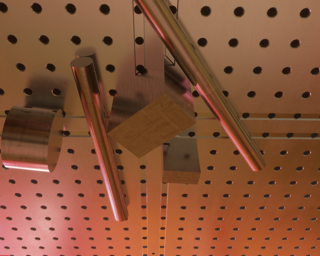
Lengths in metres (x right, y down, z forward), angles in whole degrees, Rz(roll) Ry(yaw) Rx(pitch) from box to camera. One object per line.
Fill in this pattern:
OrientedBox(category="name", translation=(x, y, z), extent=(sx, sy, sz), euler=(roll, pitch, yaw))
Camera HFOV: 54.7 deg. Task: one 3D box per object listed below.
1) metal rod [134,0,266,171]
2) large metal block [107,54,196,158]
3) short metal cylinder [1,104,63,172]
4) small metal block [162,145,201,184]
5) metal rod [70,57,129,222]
OrientedBox(category="metal rod", translation=(0.063, -0.041, 0.377), extent=(0.025, 0.025, 0.300), euler=(-27, 126, 20))
OrientedBox(category="large metal block", translation=(-0.010, -0.025, 0.354), extent=(0.080, 0.080, 0.050), euler=(-33, 123, 24))
OrientedBox(category="short metal cylinder", translation=(-0.155, 0.013, 0.384), extent=(0.050, 0.080, 0.079), euler=(7, 130, -7))
OrientedBox(category="small metal block", translation=(0.028, 0.051, 0.440), extent=(0.050, 0.050, 0.025), euler=(4, 130, -4))
OrientedBox(category="metal rod", translation=(-0.078, 0.039, 0.443), extent=(0.025, 0.025, 0.298), euler=(-3, 130, 2))
